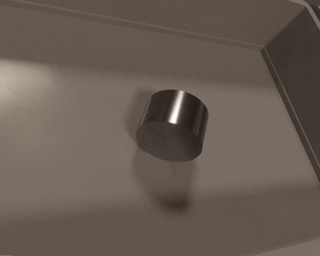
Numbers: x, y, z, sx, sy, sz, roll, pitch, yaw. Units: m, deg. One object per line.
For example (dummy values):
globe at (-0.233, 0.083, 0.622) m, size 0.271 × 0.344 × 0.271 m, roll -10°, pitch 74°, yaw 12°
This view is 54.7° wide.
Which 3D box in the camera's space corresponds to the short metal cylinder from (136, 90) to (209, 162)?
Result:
short metal cylinder at (0.016, -0.001, 0.381) m, size 0.080 × 0.080 × 0.050 m, roll 26°, pitch 53°, yaw -13°
